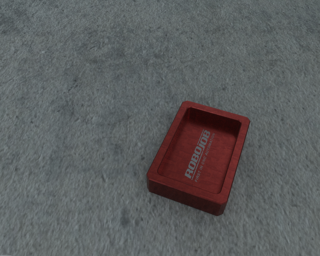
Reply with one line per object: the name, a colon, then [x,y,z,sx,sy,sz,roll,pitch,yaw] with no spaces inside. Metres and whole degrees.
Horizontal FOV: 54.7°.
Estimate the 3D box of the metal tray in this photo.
metal tray: [0.050,0.030,0.375,0.090,0.030,0.130,17,52,13]
